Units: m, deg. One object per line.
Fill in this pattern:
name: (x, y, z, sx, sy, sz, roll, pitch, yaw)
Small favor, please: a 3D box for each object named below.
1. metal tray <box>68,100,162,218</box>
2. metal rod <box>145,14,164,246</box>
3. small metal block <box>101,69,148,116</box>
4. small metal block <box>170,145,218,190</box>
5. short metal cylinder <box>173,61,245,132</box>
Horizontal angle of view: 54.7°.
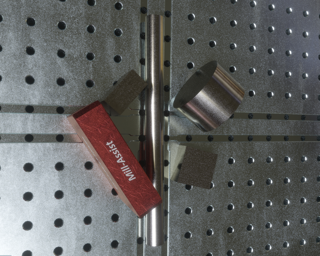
metal tray: (-0.055, 0.034, 0.358, 0.030, 0.090, 0.130, -34, 102, -17)
metal rod: (-0.007, 0.003, 0.410, 0.025, 0.025, 0.298, 0, 90, -20)
small metal block: (-0.047, -0.042, 0.382, 0.025, 0.050, 0.050, 43, 76, -15)
small metal block: (0.048, 0.054, 0.432, 0.050, 0.025, 0.050, 16, 85, -20)
short metal cylinder: (0.063, -0.042, 0.408, 0.050, 0.080, 0.080, 40, 77, -16)
